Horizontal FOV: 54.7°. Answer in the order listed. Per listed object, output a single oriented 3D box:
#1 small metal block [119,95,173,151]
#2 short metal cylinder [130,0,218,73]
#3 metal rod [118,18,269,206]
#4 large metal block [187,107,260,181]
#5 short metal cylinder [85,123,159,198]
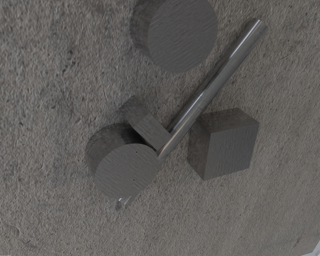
[{"bbox_3d":[-0.018,-0.007,0.377,0.025,0.050,0.050,-43,130,1],"label":"small metal block"},{"bbox_3d":[0.014,-0.106,0.333,0.081,0.050,0.079,-14,124,-21],"label":"short metal cylinder"},{"bbox_3d":[0.038,-0.015,0.417,0.025,0.025,0.299,31,101,-38],"label":"metal rod"},{"bbox_3d":[0.090,0.022,0.453,0.081,0.050,0.079,-11,123,-23],"label":"large metal block"},{"bbox_3d":[-0.049,0.041,0.389,0.081,0.050,0.079,-14,124,-21],"label":"short metal cylinder"}]
